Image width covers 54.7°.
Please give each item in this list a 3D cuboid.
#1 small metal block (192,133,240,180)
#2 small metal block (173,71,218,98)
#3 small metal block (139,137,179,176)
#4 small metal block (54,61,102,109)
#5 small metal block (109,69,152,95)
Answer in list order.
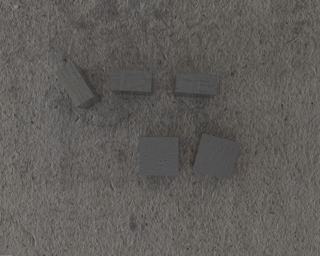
[{"bbox_3d":[0.073,0.037,0.410,0.050,0.025,0.050,15,90,0],"label":"small metal block"},{"bbox_3d":[0.044,-0.054,0.398,0.050,0.050,0.025,4,90,0],"label":"small metal block"},{"bbox_3d":[-0.001,0.036,0.410,0.050,0.025,0.050,0,90,0],"label":"small metal block"},{"bbox_3d":[-0.103,-0.053,0.396,0.025,0.050,0.050,-32,90,0],"label":"small metal block"},{"bbox_3d":[-0.035,-0.057,0.397,0.050,0.050,0.025,3,90,0],"label":"small metal block"}]
